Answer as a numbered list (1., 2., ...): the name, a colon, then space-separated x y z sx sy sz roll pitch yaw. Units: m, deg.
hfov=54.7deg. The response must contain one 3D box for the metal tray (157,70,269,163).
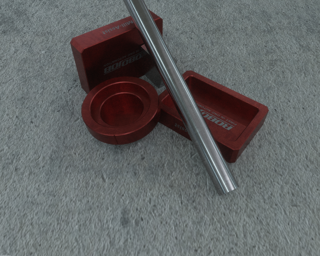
1. metal tray: 0.066 -0.021 0.420 0.130 0.030 0.090 31 56 23

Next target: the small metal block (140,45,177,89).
1. small metal block: -0.005 -0.095 0.461 0.025 0.050 0.050 -37 74 -24

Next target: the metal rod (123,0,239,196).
1. metal rod: 0.017 -0.060 0.386 0.025 0.025 0.299 -21 75 -17

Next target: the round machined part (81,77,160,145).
1. round machined part: -0.048 -0.018 0.403 0.099 0.042 0.098 -3 53 5

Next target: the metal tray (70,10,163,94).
1. metal tray: -0.056 -0.107 0.451 0.131 0.089 0.030 -30 57 -23
